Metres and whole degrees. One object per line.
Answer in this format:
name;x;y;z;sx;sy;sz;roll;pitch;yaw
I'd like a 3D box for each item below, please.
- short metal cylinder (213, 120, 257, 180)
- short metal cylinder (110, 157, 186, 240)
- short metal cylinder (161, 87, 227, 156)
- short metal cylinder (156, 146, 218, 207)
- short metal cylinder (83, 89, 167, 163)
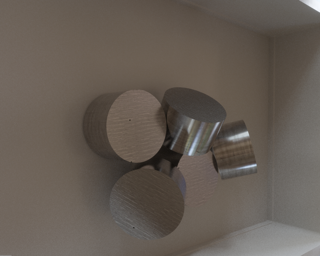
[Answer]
short metal cylinder;0.106;0.032;0.453;0.080;0.050;0.080;-15;91;-81
short metal cylinder;-0.011;0.078;0.353;0.050;0.080;0.079;-51;133;-79
short metal cylinder;0.036;-0.010;0.392;0.081;0.080;0.050;-11;133;-40
short metal cylinder;0.033;0.062;0.418;0.081;0.050;0.079;0;90;-40
short metal cylinder;-0.039;-0.002;0.356;0.081;0.050;0.079;0;90;-40
